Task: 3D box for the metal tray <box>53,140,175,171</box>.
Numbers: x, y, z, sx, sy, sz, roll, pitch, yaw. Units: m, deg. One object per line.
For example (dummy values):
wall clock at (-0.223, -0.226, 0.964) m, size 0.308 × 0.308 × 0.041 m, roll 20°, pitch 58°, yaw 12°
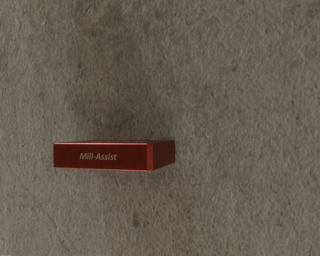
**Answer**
metal tray at (-0.055, 0.032, 0.394) m, size 0.130 × 0.090 × 0.030 m, roll -1°, pitch 90°, yaw 20°
